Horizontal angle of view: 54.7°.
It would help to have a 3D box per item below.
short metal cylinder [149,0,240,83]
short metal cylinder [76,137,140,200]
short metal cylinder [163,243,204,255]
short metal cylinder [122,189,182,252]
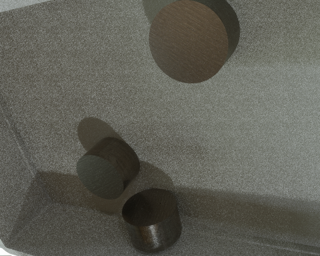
[{"bbox_3d":[0.036,-0.092,0.316,0.080,0.050,0.079,13,124,20],"label":"short metal cylinder"},{"bbox_3d":[-0.078,0.061,0.469,0.080,0.050,0.079,13,124,20],"label":"short metal cylinder"},{"bbox_3d":[0.037,0.244,0.525,0.080,0.050,0.079,13,124,20],"label":"short metal cylinder"},{"bbox_3d":[-0.011,0.135,0.461,0.080,0.080,0.050,2,119,27],"label":"short metal cylinder"}]
